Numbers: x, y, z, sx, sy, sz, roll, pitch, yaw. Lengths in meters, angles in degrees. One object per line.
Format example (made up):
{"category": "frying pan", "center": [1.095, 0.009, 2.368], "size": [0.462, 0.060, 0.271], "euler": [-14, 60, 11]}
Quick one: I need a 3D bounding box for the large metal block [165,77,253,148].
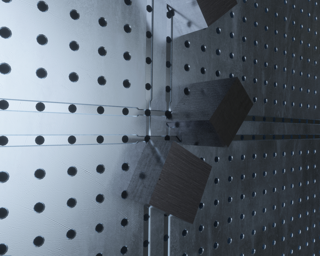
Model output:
{"category": "large metal block", "center": [0.068, -0.021, 0.429], "size": [0.050, 0.080, 0.080], "euler": [51, 60, -28]}

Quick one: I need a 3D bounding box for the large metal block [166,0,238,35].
{"category": "large metal block", "center": [0.054, -0.190, 0.437], "size": [0.080, 0.050, 0.080], "euler": [-44, 117, -31]}

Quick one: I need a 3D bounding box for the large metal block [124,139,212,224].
{"category": "large metal block", "center": [0.013, 0.069, 0.403], "size": [0.080, 0.050, 0.080], "euler": [34, 69, -35]}
